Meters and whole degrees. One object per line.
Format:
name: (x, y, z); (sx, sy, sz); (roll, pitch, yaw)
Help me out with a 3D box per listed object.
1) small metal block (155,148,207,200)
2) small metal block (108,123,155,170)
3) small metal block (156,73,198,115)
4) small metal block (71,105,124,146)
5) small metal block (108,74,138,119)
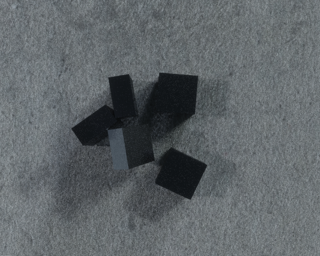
small metal block: (0.027, 0.060, 0.410); (0.050, 0.025, 0.050); (26, 90, -1)
small metal block: (-0.036, 0.023, 0.394); (0.025, 0.050, 0.050); (-8, 92, 38)
small metal block: (0.022, -0.045, 0.410); (0.050, 0.025, 0.050); (5, 90, -1)
small metal block: (-0.078, -0.002, 0.395); (0.050, 0.050, 0.025); (-35, 85, 0)
small metal block: (-0.046, -0.038, 0.397); (0.025, 0.050, 0.050); (-10, 90, 0)
